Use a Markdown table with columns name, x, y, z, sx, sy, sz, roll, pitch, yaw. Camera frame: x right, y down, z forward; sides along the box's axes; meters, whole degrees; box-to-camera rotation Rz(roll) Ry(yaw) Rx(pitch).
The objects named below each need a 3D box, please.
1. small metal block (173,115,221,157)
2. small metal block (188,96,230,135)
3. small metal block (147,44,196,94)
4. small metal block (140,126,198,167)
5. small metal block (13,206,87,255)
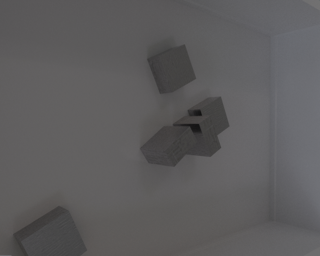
| name | x | y | z | sx | sy | sz | roll | pitch | yaw |
| --- | --- | --- | --- | --- | --- | --- | --- | --- | --- |
| small metal block | 0.051 | 0.011 | 0.433 | 0.025 | 0.050 | 0.050 | -34 | 111 | -35 |
| small metal block | 0.074 | -0.015 | 0.469 | 0.050 | 0.025 | 0.050 | -31 | 110 | -36 |
| small metal block | 0.017 | -0.080 | 0.420 | 0.050 | 0.025 | 0.050 | -33 | 111 | -35 |
| small metal block | 0.011 | 0.022 | 0.400 | 0.050 | 0.050 | 0.025 | -43 | 116 | -32 |
| small metal block | -0.110 | 0.116 | 0.314 | 0.050 | 0.025 | 0.050 | -30 | 109 | -36 |
